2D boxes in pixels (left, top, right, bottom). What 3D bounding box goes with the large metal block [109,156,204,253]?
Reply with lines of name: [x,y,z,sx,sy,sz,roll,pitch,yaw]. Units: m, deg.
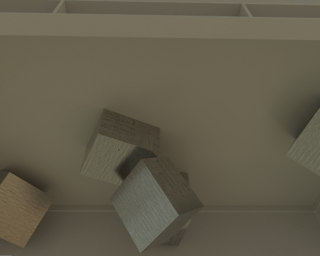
large metal block: [-0.007,0.093,0.388,0.050,0.080,0.080,0,135,-50]

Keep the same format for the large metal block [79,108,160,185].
large metal block: [-0.054,0.031,0.418,0.080,0.050,0.079,20,127,-16]

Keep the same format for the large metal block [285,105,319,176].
large metal block: [0.220,0.017,0.386,0.080,0.050,0.079,34,131,18]

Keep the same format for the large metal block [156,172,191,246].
large metal block: [0.011,0.123,0.478,0.050,0.080,0.079,9,130,-8]

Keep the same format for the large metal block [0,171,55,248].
large metal block: [-0.222,0.120,0.462,0.050,0.080,0.080,-5,139,48]
